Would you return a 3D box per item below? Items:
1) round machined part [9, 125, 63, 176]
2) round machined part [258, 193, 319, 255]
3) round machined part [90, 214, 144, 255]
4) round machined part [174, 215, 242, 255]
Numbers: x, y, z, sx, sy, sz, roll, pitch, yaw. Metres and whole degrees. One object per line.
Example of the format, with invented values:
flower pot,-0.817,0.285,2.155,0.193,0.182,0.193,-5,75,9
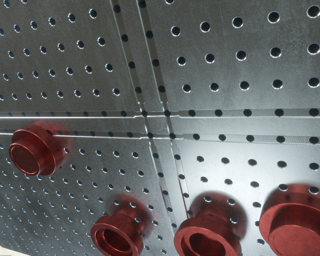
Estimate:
round machined part,-0.225,0.046,0.549,0.098,0.042,0.097,13,124,21
round machined part,0.175,0.134,0.391,0.098,0.042,0.097,13,124,21
round machined part,-0.073,0.195,0.560,0.098,0.042,0.097,13,124,21
round machined part,0.074,0.171,0.467,0.098,0.042,0.097,13,124,21
